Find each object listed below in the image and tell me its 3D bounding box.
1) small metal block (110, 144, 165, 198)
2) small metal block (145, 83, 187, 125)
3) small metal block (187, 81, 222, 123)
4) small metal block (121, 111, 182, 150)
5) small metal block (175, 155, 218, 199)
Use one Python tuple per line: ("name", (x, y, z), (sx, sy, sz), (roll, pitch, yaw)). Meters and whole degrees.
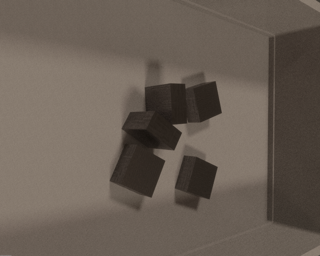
("small metal block", (-0.027, 0.053, 0.386), (0.050, 0.025, 0.050), (33, 69, -35))
("small metal block", (0.007, -0.030, 0.398), (0.025, 0.050, 0.050), (-5, 93, -41))
("small metal block", (0.062, -0.039, 0.461), (0.050, 0.025, 0.050), (-22, 104, -38))
("small metal block", (-0.010, 0.004, 0.384), (0.050, 0.050, 0.025), (38, 67, -34))
("small metal block", (0.054, 0.073, 0.455), (0.050, 0.025, 0.050), (28, 73, -37))
